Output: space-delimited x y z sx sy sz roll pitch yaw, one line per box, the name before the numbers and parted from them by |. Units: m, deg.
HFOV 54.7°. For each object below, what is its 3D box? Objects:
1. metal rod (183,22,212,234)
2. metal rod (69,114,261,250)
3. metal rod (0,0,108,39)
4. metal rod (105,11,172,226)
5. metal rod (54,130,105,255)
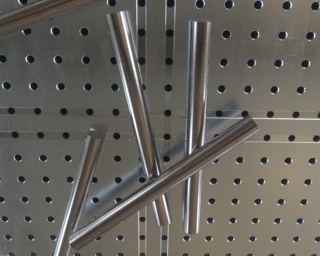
metal rod | 0.049 0.013 0.419 0.025 0.025 0.298 0 110 -1
metal rod | -0.002 0.079 0.414 0.300 0.025 0.025 -35 107 12
metal rod | -0.104 -0.147 0.357 0.301 0.025 0.025 -17 109 6
metal rod | -0.023 0.002 0.413 0.025 0.025 0.298 -11 110 3
metal rod | -0.133 0.142 0.463 0.025 0.025 0.298 17 109 -7
